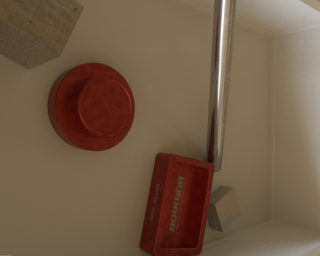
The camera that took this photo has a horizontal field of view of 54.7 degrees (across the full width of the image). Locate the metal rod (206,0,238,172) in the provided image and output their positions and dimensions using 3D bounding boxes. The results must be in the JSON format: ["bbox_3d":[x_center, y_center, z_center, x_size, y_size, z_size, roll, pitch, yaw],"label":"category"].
[{"bbox_3d":[0.077,-0.061,0.396,0.025,0.025,0.298,-33,135,-35],"label":"metal rod"}]

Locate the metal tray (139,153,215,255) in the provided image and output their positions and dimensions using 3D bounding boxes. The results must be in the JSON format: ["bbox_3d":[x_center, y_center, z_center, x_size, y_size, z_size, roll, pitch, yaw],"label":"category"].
[{"bbox_3d":[0.027,0.106,0.428,0.091,0.030,0.129,17,79,-39],"label":"metal tray"}]

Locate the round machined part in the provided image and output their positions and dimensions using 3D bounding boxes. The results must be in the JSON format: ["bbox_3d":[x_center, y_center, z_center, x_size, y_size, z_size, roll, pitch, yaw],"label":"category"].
[{"bbox_3d":[-0.067,-0.023,0.341,0.099,0.042,0.097,0,90,-40],"label":"round machined part"}]

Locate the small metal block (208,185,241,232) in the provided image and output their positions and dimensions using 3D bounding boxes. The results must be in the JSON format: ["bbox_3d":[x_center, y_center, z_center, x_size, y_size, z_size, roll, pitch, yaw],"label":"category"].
[{"bbox_3d":[0.099,0.127,0.493,0.050,0.025,0.050,-28,108,-37],"label":"small metal block"}]

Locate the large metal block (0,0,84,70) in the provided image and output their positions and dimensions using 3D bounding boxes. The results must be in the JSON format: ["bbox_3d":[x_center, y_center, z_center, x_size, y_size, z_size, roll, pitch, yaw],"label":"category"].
[{"bbox_3d":[-0.127,-0.098,0.265,0.080,0.080,0.050,31,71,-36],"label":"large metal block"}]
